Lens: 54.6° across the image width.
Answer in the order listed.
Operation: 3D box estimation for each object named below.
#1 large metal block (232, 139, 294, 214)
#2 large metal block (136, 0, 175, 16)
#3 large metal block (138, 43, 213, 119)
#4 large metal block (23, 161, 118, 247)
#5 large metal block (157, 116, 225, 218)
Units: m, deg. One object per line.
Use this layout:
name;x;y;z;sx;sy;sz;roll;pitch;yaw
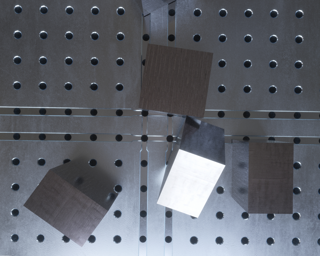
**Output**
large metal block;0.124;0.056;0.387;0.050;0.080;0.080;1;90;0
large metal block;0.002;-0.194;0.386;0.080;0.080;0.050;-27;90;0
large metal block;0.019;-0.058;0.401;0.080;0.050;0.080;8;90;0
large metal block;-0.105;0.089;0.385;0.080;0.080;0.050;36;90;0
large metal block;0.038;0.044;0.372;0.050;0.080;0.079;20;119;0
